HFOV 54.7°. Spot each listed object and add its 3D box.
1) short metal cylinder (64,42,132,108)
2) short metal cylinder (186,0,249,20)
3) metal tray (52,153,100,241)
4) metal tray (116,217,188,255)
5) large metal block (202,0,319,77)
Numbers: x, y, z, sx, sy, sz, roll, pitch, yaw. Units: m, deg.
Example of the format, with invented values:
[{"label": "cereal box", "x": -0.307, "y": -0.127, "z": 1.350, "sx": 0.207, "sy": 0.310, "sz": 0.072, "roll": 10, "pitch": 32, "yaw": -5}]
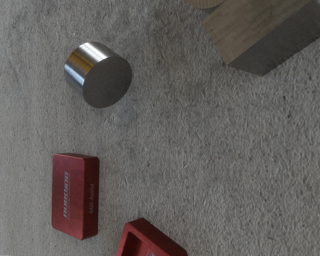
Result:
[{"label": "short metal cylinder", "x": -0.087, "y": -0.075, "z": 0.441, "sx": 0.050, "sy": 0.081, "sz": 0.079, "roll": 40, "pitch": 114, "yaw": 33}, {"label": "short metal cylinder", "x": 0.068, "y": -0.162, "z": 0.332, "sx": 0.080, "sy": 0.050, "sz": 0.079, "roll": 0, "pitch": 90, "yaw": 40}, {"label": "metal tray", "x": -0.143, "y": 0.110, "z": 0.520, "sx": 0.090, "sy": 0.030, "sz": 0.129, "roll": 3, "pitch": 92, "yaw": 40}, {"label": "metal tray", "x": -0.022, "y": 0.202, "z": 0.419, "sx": 0.090, "sy": 0.030, "sz": 0.129, "roll": 26, "pitch": 106, "yaw": 37}, {"label": "large metal block", "x": 0.101, "y": -0.096, "z": 0.286, "sx": 0.080, "sy": 0.081, "sz": 0.050, "roll": -37, "pitch": 68, "yaw": 34}]
